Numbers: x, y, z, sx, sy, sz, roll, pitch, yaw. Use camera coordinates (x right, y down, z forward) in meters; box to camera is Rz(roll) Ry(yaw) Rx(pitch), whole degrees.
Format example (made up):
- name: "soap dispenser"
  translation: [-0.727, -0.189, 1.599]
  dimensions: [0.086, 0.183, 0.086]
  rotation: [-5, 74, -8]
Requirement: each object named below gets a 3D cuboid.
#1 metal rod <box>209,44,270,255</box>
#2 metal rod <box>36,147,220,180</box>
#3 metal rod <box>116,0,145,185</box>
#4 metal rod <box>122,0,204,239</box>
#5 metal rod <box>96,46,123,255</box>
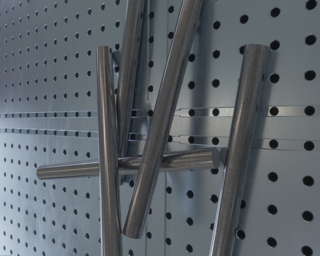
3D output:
- name: "metal rod"
  translation: [0.081, 0.061, 0.343]
  dimensions: [0.025, 0.025, 0.298]
  rotation: [14, 99, 39]
- name: "metal rod"
  translation: [-0.064, 0.054, 0.433]
  dimensions: [0.300, 0.025, 0.025]
  rotation: [-9, 85, 30]
- name: "metal rod"
  translation: [-0.048, -0.064, 0.450]
  dimensions: [0.025, 0.025, 0.298]
  rotation: [12, 98, 39]
- name: "metal rod"
  translation: [0.005, -0.017, 0.373]
  dimensions: [0.025, 0.025, 0.299]
  rotation: [13, 88, 39]
- name: "metal rod"
  translation: [-0.071, 0.014, 0.420]
  dimensions: [0.025, 0.025, 0.299]
  rotation: [-27, 58, 37]
